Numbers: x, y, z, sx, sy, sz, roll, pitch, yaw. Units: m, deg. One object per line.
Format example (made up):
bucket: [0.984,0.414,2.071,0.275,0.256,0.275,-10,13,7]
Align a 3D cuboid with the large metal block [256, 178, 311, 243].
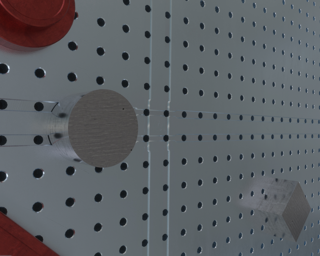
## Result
large metal block: [0.239,0.156,0.595,0.080,0.050,0.080,-48,119,-29]

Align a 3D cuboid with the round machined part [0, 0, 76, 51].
round machined part: [-0.126,-0.126,0.293,0.099,0.042,0.097,0,90,-40]

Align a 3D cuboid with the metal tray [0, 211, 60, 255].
metal tray: [-0.144,0.143,0.285,0.090,0.030,0.130,-52,121,-27]

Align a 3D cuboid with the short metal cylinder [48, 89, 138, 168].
short metal cylinder: [-0.071,0.000,0.334,0.081,0.050,0.079,0,90,-40]
